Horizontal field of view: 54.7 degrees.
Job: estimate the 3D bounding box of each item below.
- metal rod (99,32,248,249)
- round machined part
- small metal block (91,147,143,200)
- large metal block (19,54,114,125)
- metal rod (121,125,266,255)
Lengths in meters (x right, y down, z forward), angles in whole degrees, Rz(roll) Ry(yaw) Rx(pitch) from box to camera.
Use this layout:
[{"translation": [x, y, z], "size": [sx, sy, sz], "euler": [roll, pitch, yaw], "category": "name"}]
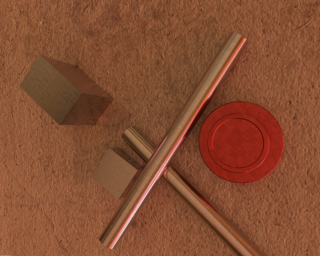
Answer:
[{"translation": [0.015, 0.017, 0.380], "size": [0.025, 0.025, 0.299], "euler": [33, 92, 16], "category": "metal rod"}, {"translation": [0.094, 0.017, 0.367], "size": [0.098, 0.042, 0.097], "euler": [0, 90, 19], "category": "round machined part"}, {"translation": [-0.058, 0.062, 0.428], "size": [0.050, 0.025, 0.050], "euler": [36, 101, 16], "category": "small metal block"}, {"translation": [-0.124, -0.048, 0.422], "size": [0.080, 0.080, 0.050], "euler": [41, 103, 15], "category": "large metal block"}, {"translation": [0.061, 0.107, 0.386], "size": [0.300, 0.025, 0.025], "euler": [44, 104, 14], "category": "metal rod"}]
